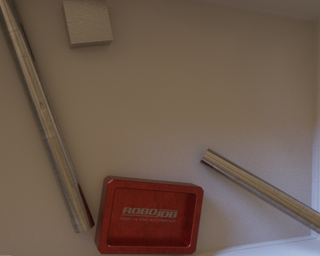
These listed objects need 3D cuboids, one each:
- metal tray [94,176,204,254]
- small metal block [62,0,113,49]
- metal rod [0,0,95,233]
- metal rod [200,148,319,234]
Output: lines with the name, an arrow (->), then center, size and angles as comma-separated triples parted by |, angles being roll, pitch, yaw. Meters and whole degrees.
metal tray -> -0.012, 0.114, 0.404 | 0.131, 0.030, 0.089 | 9, 87, -20
small metal block -> -0.089, -0.127, 0.378 | 0.050, 0.025, 0.050 | -12, 94, -20
metal rod -> -0.136, -0.020, 0.360 | 0.025, 0.025, 0.298 | -20, 97, -19
metal rod -> 0.191, 0.114, 0.416 | 0.301, 0.025, 0.025 | 31, 79, 8
